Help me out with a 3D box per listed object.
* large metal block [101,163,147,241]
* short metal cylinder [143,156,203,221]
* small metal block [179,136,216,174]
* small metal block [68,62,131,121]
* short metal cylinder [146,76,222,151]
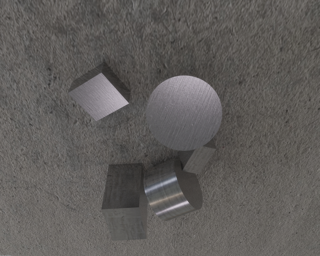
[{"bbox_3d":[-0.049,0.110,0.465,0.050,0.080,0.080,-4,130,3],"label":"large metal block"},{"bbox_3d":[0.020,0.086,0.445,0.050,0.080,0.080,-26,126,20],"label":"short metal cylinder"},{"bbox_3d":[0.047,0.024,0.411,0.025,0.050,0.050,13,129,-16],"label":"small metal block"},{"bbox_3d":[-0.071,-0.043,0.370,0.050,0.025,0.050,-27,126,20],"label":"small metal block"},{"bbox_3d":[0.027,-0.017,0.352,0.080,0.050,0.079,0,95,3],"label":"short metal cylinder"}]
